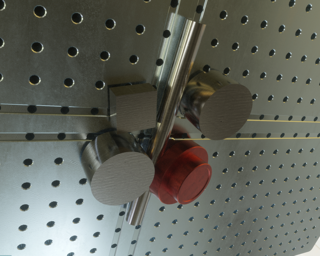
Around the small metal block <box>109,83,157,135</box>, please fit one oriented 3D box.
[{"bbox_3d":[-0.032,-0.024,0.374,0.050,0.025,0.050,-11,123,-23],"label":"small metal block"}]

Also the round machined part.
[{"bbox_3d":[0.036,0.070,0.443,0.099,0.042,0.097,-27,134,-31],"label":"round machined part"}]

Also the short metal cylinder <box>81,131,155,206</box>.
[{"bbox_3d":[-0.054,0.050,0.391,0.081,0.050,0.079,-14,124,-21],"label":"short metal cylinder"}]

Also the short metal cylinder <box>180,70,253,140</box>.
[{"bbox_3d":[0.074,-0.031,0.411,0.081,0.050,0.079,-14,124,-21],"label":"short metal cylinder"}]

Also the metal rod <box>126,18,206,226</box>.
[{"bbox_3d":[0.001,0.009,0.412,0.025,0.025,0.298,3,117,-30],"label":"metal rod"}]
